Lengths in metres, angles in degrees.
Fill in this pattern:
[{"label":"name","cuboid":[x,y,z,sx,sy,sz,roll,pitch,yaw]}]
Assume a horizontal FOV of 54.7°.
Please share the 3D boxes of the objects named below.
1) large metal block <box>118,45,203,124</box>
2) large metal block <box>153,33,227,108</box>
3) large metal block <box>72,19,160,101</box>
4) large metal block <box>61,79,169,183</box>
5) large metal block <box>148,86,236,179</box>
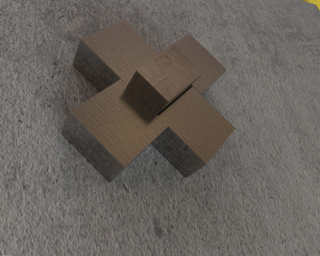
[{"label":"large metal block","cuboid":[-0.002,-0.049,0.400,0.050,0.080,0.080,45,51,3]},{"label":"large metal block","cuboid":[0.039,-0.083,0.462,0.080,0.050,0.080,45,51,3]},{"label":"large metal block","cuboid":[-0.054,-0.088,0.414,0.080,0.050,0.080,45,51,3]},{"label":"large metal block","cuboid":[-0.052,0.002,0.360,0.080,0.050,0.080,45,51,3]},{"label":"large metal block","cuboid":[0.039,0.005,0.408,0.080,0.050,0.080,45,51,3]}]
